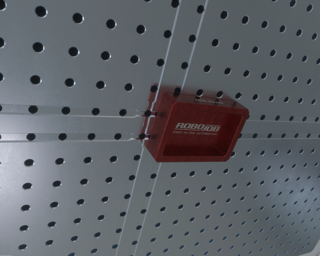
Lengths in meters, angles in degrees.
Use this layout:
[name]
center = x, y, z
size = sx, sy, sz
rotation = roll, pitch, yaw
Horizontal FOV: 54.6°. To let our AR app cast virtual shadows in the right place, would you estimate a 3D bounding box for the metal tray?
[metal tray]
center = 0.055, 0.003, 0.438
size = 0.131, 0.030, 0.089
rotation = 3, 117, -30
